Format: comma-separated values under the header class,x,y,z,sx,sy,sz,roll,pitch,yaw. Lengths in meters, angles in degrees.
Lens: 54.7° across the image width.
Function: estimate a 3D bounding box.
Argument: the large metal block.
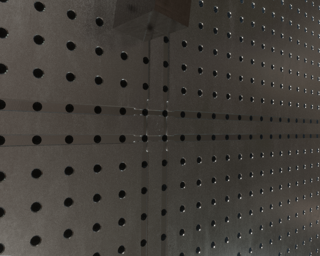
class,x,y,z,sx,sy,sz,roll,pitch,yaw
large metal block,-0.008,-0.157,0.368,0.050,0.080,0.080,11,83,-40
